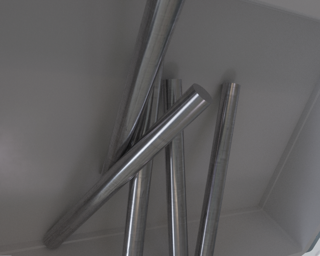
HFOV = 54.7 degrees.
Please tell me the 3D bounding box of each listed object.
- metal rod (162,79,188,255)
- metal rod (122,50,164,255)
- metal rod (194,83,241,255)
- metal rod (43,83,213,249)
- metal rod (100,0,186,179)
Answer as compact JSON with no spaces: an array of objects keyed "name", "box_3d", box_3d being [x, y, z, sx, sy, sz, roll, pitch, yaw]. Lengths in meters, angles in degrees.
[{"name":"metal rod","box_3d":[0.021,0.089,0.394,0.025,0.025,0.298,-5,95,-26]},{"name":"metal rod","box_3d":[-0.023,0.058,0.366,0.025,0.025,0.298,3,96,-30]},{"name":"metal rod","box_3d":[0.074,0.087,0.423,0.025,0.025,0.298,11,88,-33]},{"name":"metal rod","box_3d":[-0.054,0.061,0.356,0.025,0.025,0.299,22,125,-37]},{"name":"metal rod","box_3d":[-0.028,-0.017,0.303,0.025,0.025,0.298,-8,147,-24]}]
